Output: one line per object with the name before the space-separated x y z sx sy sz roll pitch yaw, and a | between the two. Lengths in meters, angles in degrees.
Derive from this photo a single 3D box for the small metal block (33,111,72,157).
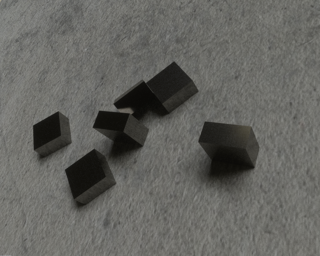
small metal block | -0.169 0.009 0.484 0.050 0.025 0.050 -27 52 10

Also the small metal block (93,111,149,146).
small metal block | -0.051 0.001 0.412 0.050 0.050 0.025 6 70 31

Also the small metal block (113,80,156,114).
small metal block | -0.036 -0.042 0.430 0.050 0.025 0.050 -37 13 2

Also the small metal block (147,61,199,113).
small metal block | 0.017 -0.057 0.429 0.050 0.025 0.050 -37 51 2

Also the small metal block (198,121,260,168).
small metal block | 0.076 0.018 0.336 0.050 0.050 0.025 7 66 31

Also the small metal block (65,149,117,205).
small metal block | -0.093 0.064 0.411 0.050 0.025 0.050 -36 51 4
